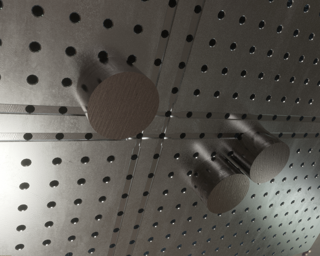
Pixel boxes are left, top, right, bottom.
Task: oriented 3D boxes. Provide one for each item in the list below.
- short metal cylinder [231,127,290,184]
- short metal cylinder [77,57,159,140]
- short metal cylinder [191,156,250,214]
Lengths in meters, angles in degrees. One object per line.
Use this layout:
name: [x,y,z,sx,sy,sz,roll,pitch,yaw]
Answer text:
short metal cylinder: [0.167,0.045,0.517,0.081,0.050,0.079,-14,125,-21]
short metal cylinder: [-0.048,-0.034,0.349,0.081,0.050,0.079,-14,125,-21]
short metal cylinder: [0.098,0.093,0.509,0.081,0.050,0.079,-14,125,-21]
